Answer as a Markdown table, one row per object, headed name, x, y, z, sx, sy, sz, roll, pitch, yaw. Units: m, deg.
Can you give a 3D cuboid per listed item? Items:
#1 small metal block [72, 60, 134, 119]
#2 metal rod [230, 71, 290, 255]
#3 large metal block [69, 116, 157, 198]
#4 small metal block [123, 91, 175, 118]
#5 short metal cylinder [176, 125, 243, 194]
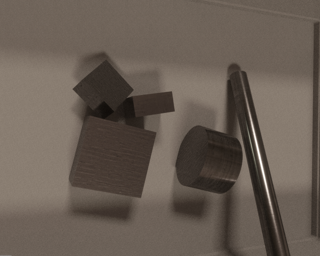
| name | x | y | z | sx | sy | sz | roll | pitch | yaw |
| --- | --- | --- | --- | --- | --- | --- | --- | --- | --- |
| small metal block | -0.067 | -0.047 | 0.374 | 0.050 | 0.025 | 0.050 | 48 | 43 | -14 |
| metal rod | 0.127 | 0.058 | 0.394 | 0.025 | 0.025 | 0.299 | 5 | 63 | -20 |
| large metal block | -0.059 | 0.034 | 0.376 | 0.081 | 0.050 | 0.080 | 15 | 85 | -20 |
| small metal block | -0.016 | -0.029 | 0.392 | 0.050 | 0.050 | 0.025 | -9 | 94 | -20 |
| short metal cylinder | 0.062 | 0.042 | 0.406 | 0.050 | 0.080 | 0.080 | 17 | 84 | -20 |
